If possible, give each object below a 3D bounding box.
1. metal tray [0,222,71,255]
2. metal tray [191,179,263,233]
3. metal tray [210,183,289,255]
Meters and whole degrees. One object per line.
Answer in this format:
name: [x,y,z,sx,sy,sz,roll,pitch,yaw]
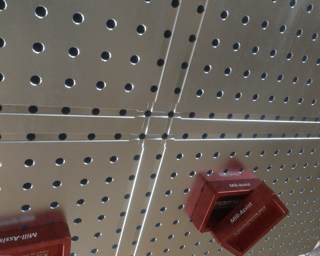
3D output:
metal tray: [-0.190,0.179,0.414,0.131,0.030,0.089,-3,120,-27]
metal tray: [0.129,0.140,0.563,0.131,0.030,0.089,3,117,-30]
metal tray: [0.165,0.169,0.561,0.130,0.030,0.090,-44,129,2]
